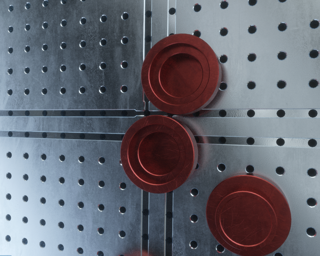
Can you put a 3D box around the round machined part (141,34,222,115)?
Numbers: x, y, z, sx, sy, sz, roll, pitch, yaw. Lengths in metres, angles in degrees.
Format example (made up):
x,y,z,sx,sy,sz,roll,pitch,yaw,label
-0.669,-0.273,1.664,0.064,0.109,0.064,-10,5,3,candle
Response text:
x,y,z,sx,sy,sz,roll,pitch,yaw,label
0.029,-0.065,0.394,0.098,0.042,0.097,0,90,20,round machined part

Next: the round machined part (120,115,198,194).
x,y,z,sx,sy,sz,roll,pitch,yaw,label
0.002,0.032,0.403,0.098,0.042,0.097,0,90,20,round machined part

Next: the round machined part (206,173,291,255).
x,y,z,sx,sy,sz,roll,pitch,yaw,label
0.103,0.105,0.367,0.098,0.042,0.097,0,90,20,round machined part
